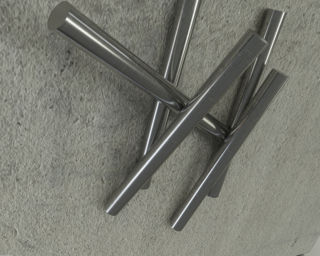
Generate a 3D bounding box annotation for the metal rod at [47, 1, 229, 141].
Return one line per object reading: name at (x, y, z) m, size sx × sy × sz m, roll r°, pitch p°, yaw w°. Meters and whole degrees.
metal rod at (0.008, -0.038, 0.348) m, size 0.025 × 0.025 × 0.301 m, roll -51°, pitch 141°, yaw 8°

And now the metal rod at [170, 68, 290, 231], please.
metal rod at (0.093, 0.047, 0.466) m, size 0.025 × 0.025 × 0.298 m, roll 11°, pitch 120°, yaw -34°

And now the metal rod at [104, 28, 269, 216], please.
metal rod at (0.014, 0.013, 0.372) m, size 0.025 × 0.025 × 0.298 m, roll 16°, pitch 126°, yaw -35°

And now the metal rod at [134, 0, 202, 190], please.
metal rod at (0.009, -0.050, 0.381) m, size 0.025 × 0.025 × 0.298 m, roll 1°, pitch 118°, yaw -29°

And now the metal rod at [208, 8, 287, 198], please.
metal rod at (0.119, -0.020, 0.461) m, size 0.025 × 0.025 × 0.298 m, roll -1°, pitch 119°, yaw -28°
